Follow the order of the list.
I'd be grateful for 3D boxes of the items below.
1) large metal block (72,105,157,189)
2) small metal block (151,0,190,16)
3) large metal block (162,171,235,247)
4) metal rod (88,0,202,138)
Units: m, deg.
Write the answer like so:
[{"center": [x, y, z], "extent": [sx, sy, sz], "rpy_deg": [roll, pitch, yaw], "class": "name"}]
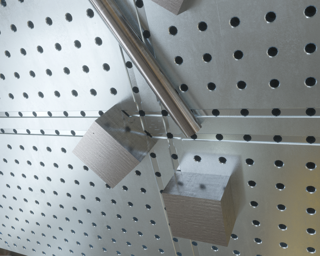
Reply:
[{"center": [-0.067, 0.028, 0.446], "extent": [0.080, 0.050, 0.080], "rpy_deg": [43, 129, -2], "class": "large metal block"}, {"center": [0.010, -0.151, 0.311], "extent": [0.050, 0.025, 0.050], "rpy_deg": [33, 128, 6], "class": "small metal block"}, {"center": [0.057, 0.111, 0.433], "extent": [0.080, 0.050, 0.079], "rpy_deg": [1, 119, 27], "class": "large metal block"}, {"center": [-0.044, -0.115, 0.362], "extent": [0.025, 0.025, 0.299], "rpy_deg": [-28, 104, 37], "class": "metal rod"}]
